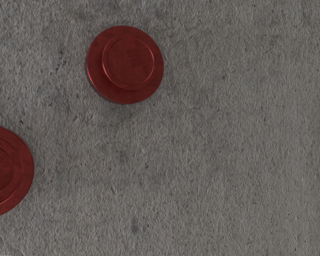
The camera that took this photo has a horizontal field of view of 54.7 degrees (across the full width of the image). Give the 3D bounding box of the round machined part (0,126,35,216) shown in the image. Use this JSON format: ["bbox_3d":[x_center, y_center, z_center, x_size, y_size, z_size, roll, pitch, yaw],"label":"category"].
[{"bbox_3d":[-0.187,0.044,0.331,0.099,0.042,0.097,0,90,-20],"label":"round machined part"}]

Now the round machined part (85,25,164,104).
[{"bbox_3d":[-0.041,-0.079,0.385,0.099,0.042,0.097,0,90,-20],"label":"round machined part"}]
